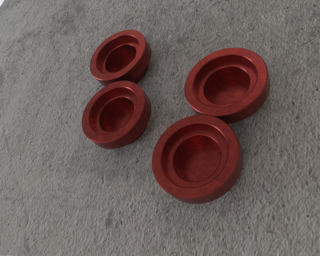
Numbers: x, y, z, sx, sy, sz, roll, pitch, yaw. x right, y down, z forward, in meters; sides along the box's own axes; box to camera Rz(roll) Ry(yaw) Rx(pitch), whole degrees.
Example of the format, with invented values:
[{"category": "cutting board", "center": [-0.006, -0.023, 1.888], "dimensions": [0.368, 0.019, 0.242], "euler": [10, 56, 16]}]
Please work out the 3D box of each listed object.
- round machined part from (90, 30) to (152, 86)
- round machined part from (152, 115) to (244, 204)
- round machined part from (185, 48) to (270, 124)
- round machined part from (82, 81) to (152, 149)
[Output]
[{"category": "round machined part", "center": [-0.057, -0.103, 0.486], "dimensions": [0.098, 0.042, 0.098], "euler": [-13, 56, 21]}, {"category": "round machined part", "center": [0.044, 0.037, 0.347], "dimensions": [0.098, 0.042, 0.098], "euler": [-13, 56, 21]}, {"category": "round machined part", "center": [0.083, -0.047, 0.378], "dimensions": [0.098, 0.042, 0.098], "euler": [-13, 56, 21]}, {"category": "round machined part", "center": [-0.056, -0.014, 0.431], "dimensions": [0.098, 0.042, 0.098], "euler": [-13, 56, 21]}]
